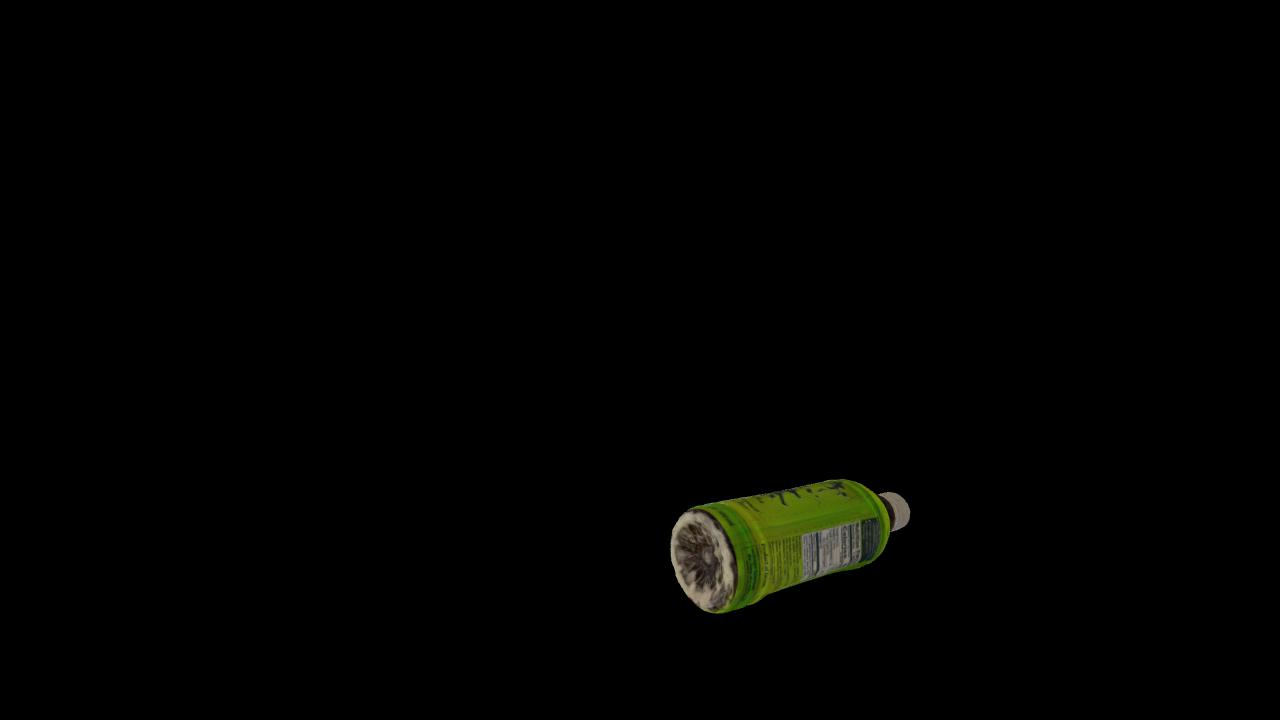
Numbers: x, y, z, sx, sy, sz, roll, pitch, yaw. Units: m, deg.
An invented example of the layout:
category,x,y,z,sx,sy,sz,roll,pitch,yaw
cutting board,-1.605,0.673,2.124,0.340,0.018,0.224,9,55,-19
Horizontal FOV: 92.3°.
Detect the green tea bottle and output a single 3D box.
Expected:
category,x,y,z,sx,sy,sz,roll,pitch,yaw
green tea bottle,0.125,0.128,0.454,0.212,0.073,0.073,1,0,-33
